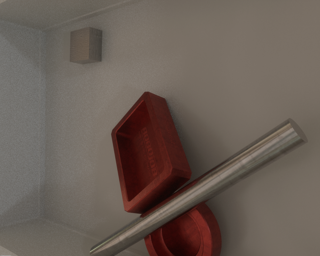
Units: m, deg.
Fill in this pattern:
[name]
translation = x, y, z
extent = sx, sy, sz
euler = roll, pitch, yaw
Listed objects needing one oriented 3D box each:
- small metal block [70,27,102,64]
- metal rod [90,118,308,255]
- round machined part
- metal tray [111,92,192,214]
[small metal block]
translation = -0.121, -0.133, 0.503
extent = 0.050, 0.025, 0.050
euler = 3, 92, 39
[metal rod]
translation = 0.017, 0.085, 0.336
extent = 0.299, 0.025, 0.025
euler = -40, 66, 30
[round machined part]
translation = 0.030, 0.125, 0.369
extent = 0.098, 0.042, 0.097
euler = 0, 90, 39
[metal tray]
translation = -0.017, 0.029, 0.387
extent = 0.090, 0.030, 0.130
euler = -46, 42, 30
